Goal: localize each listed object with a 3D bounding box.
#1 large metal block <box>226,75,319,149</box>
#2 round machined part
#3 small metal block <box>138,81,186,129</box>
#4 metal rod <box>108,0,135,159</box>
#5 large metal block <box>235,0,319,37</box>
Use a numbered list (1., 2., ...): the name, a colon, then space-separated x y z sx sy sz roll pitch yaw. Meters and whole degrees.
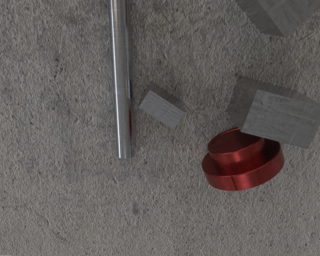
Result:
1. large metal block: 0.134 -0.022 0.373 0.080 0.080 0.050 14 110 -5
2. round machined part: 0.098 0.031 0.383 0.098 0.098 0.042 -21 108 7
3. small metal block: 0.002 -0.030 0.385 0.050 0.050 0.025 32 107 -11
4. metal rod: -0.047 -0.103 0.371 0.025 0.025 0.298 0 110 0
5. large metal block: 0.115 -0.147 0.327 0.050 0.080 0.080 -41 105 13
